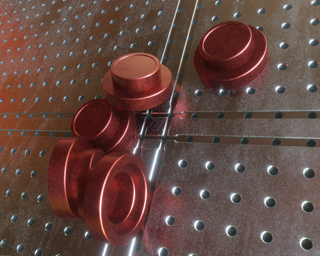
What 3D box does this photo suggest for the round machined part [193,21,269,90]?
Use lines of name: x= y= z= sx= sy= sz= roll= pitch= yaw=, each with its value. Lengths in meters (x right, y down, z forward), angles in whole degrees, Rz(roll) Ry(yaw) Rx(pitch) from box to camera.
round machined part: x=0.091 y=-0.103 z=0.412 sx=0.098 sy=0.042 sz=0.098 roll=-13 pitch=56 yaw=20

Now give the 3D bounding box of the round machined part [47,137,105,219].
round machined part: x=-0.092 y=0.059 z=0.375 sx=0.042 sy=0.098 sz=0.098 roll=-2 pitch=59 yaw=8

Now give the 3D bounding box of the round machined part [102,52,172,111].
round machined part: x=-0.032 y=-0.070 z=0.432 sx=0.099 sy=0.042 sz=0.098 roll=-3 pitch=42 yaw=3

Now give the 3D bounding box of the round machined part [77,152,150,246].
round machined part: x=-0.052 y=0.075 z=0.341 sx=0.042 sy=0.098 sz=0.098 roll=1 pitch=62 yaw=27

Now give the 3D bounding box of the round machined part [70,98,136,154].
round machined part: x=-0.087 y=-0.003 z=0.443 sx=0.098 sy=0.042 sz=0.098 roll=-13 pitch=56 yaw=20
